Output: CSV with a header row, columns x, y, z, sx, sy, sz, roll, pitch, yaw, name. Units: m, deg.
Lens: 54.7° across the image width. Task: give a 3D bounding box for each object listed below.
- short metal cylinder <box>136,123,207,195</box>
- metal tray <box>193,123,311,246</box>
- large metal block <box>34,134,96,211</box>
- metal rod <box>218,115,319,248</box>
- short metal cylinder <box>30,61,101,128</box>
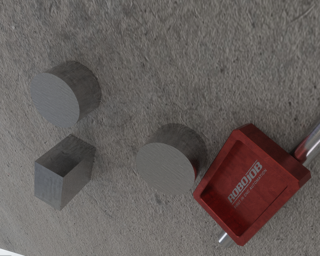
x,y,z,sx,sy,sz,roll,pitch,yaw,name
0.016,0.040,0.407,0.080,0.050,0.079,13,124,21,short metal cylinder
0.102,0.070,0.372,0.090,0.030,0.129,45,133,25,metal tray
-0.151,0.070,0.494,0.050,0.080,0.079,27,128,11,large metal block
0.144,0.058,0.366,0.025,0.025,0.298,30,128,9,metal rod
-0.130,-0.047,0.430,0.080,0.050,0.079,13,124,21,short metal cylinder
